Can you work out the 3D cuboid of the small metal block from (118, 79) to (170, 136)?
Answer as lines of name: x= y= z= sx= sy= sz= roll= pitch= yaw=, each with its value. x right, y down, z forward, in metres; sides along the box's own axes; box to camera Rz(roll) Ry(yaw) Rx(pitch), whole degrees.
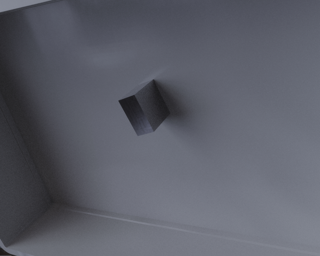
small metal block: x=-0.018 y=-0.026 z=0.385 sx=0.025 sy=0.050 sz=0.050 roll=-15 pitch=111 yaw=34
